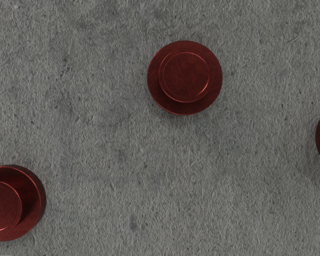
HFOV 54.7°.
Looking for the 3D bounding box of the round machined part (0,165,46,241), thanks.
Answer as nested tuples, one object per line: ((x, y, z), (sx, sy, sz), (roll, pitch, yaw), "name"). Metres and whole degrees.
((-0.204, 0.098, 0.400), (0.099, 0.042, 0.097), (0, 90, 0), "round machined part")

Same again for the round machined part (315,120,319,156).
((0.251, 0.012, 0.403), (0.099, 0.042, 0.097), (0, 90, 0), "round machined part")

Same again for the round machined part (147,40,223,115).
((0.032, -0.065, 0.401), (0.099, 0.042, 0.097), (0, 90, 0), "round machined part")
